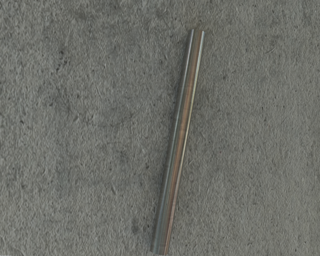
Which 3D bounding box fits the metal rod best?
[{"bbox_3d":[0.025,0.016,0.417,0.025,0.025,0.299,11,86,-20],"label":"metal rod"}]
